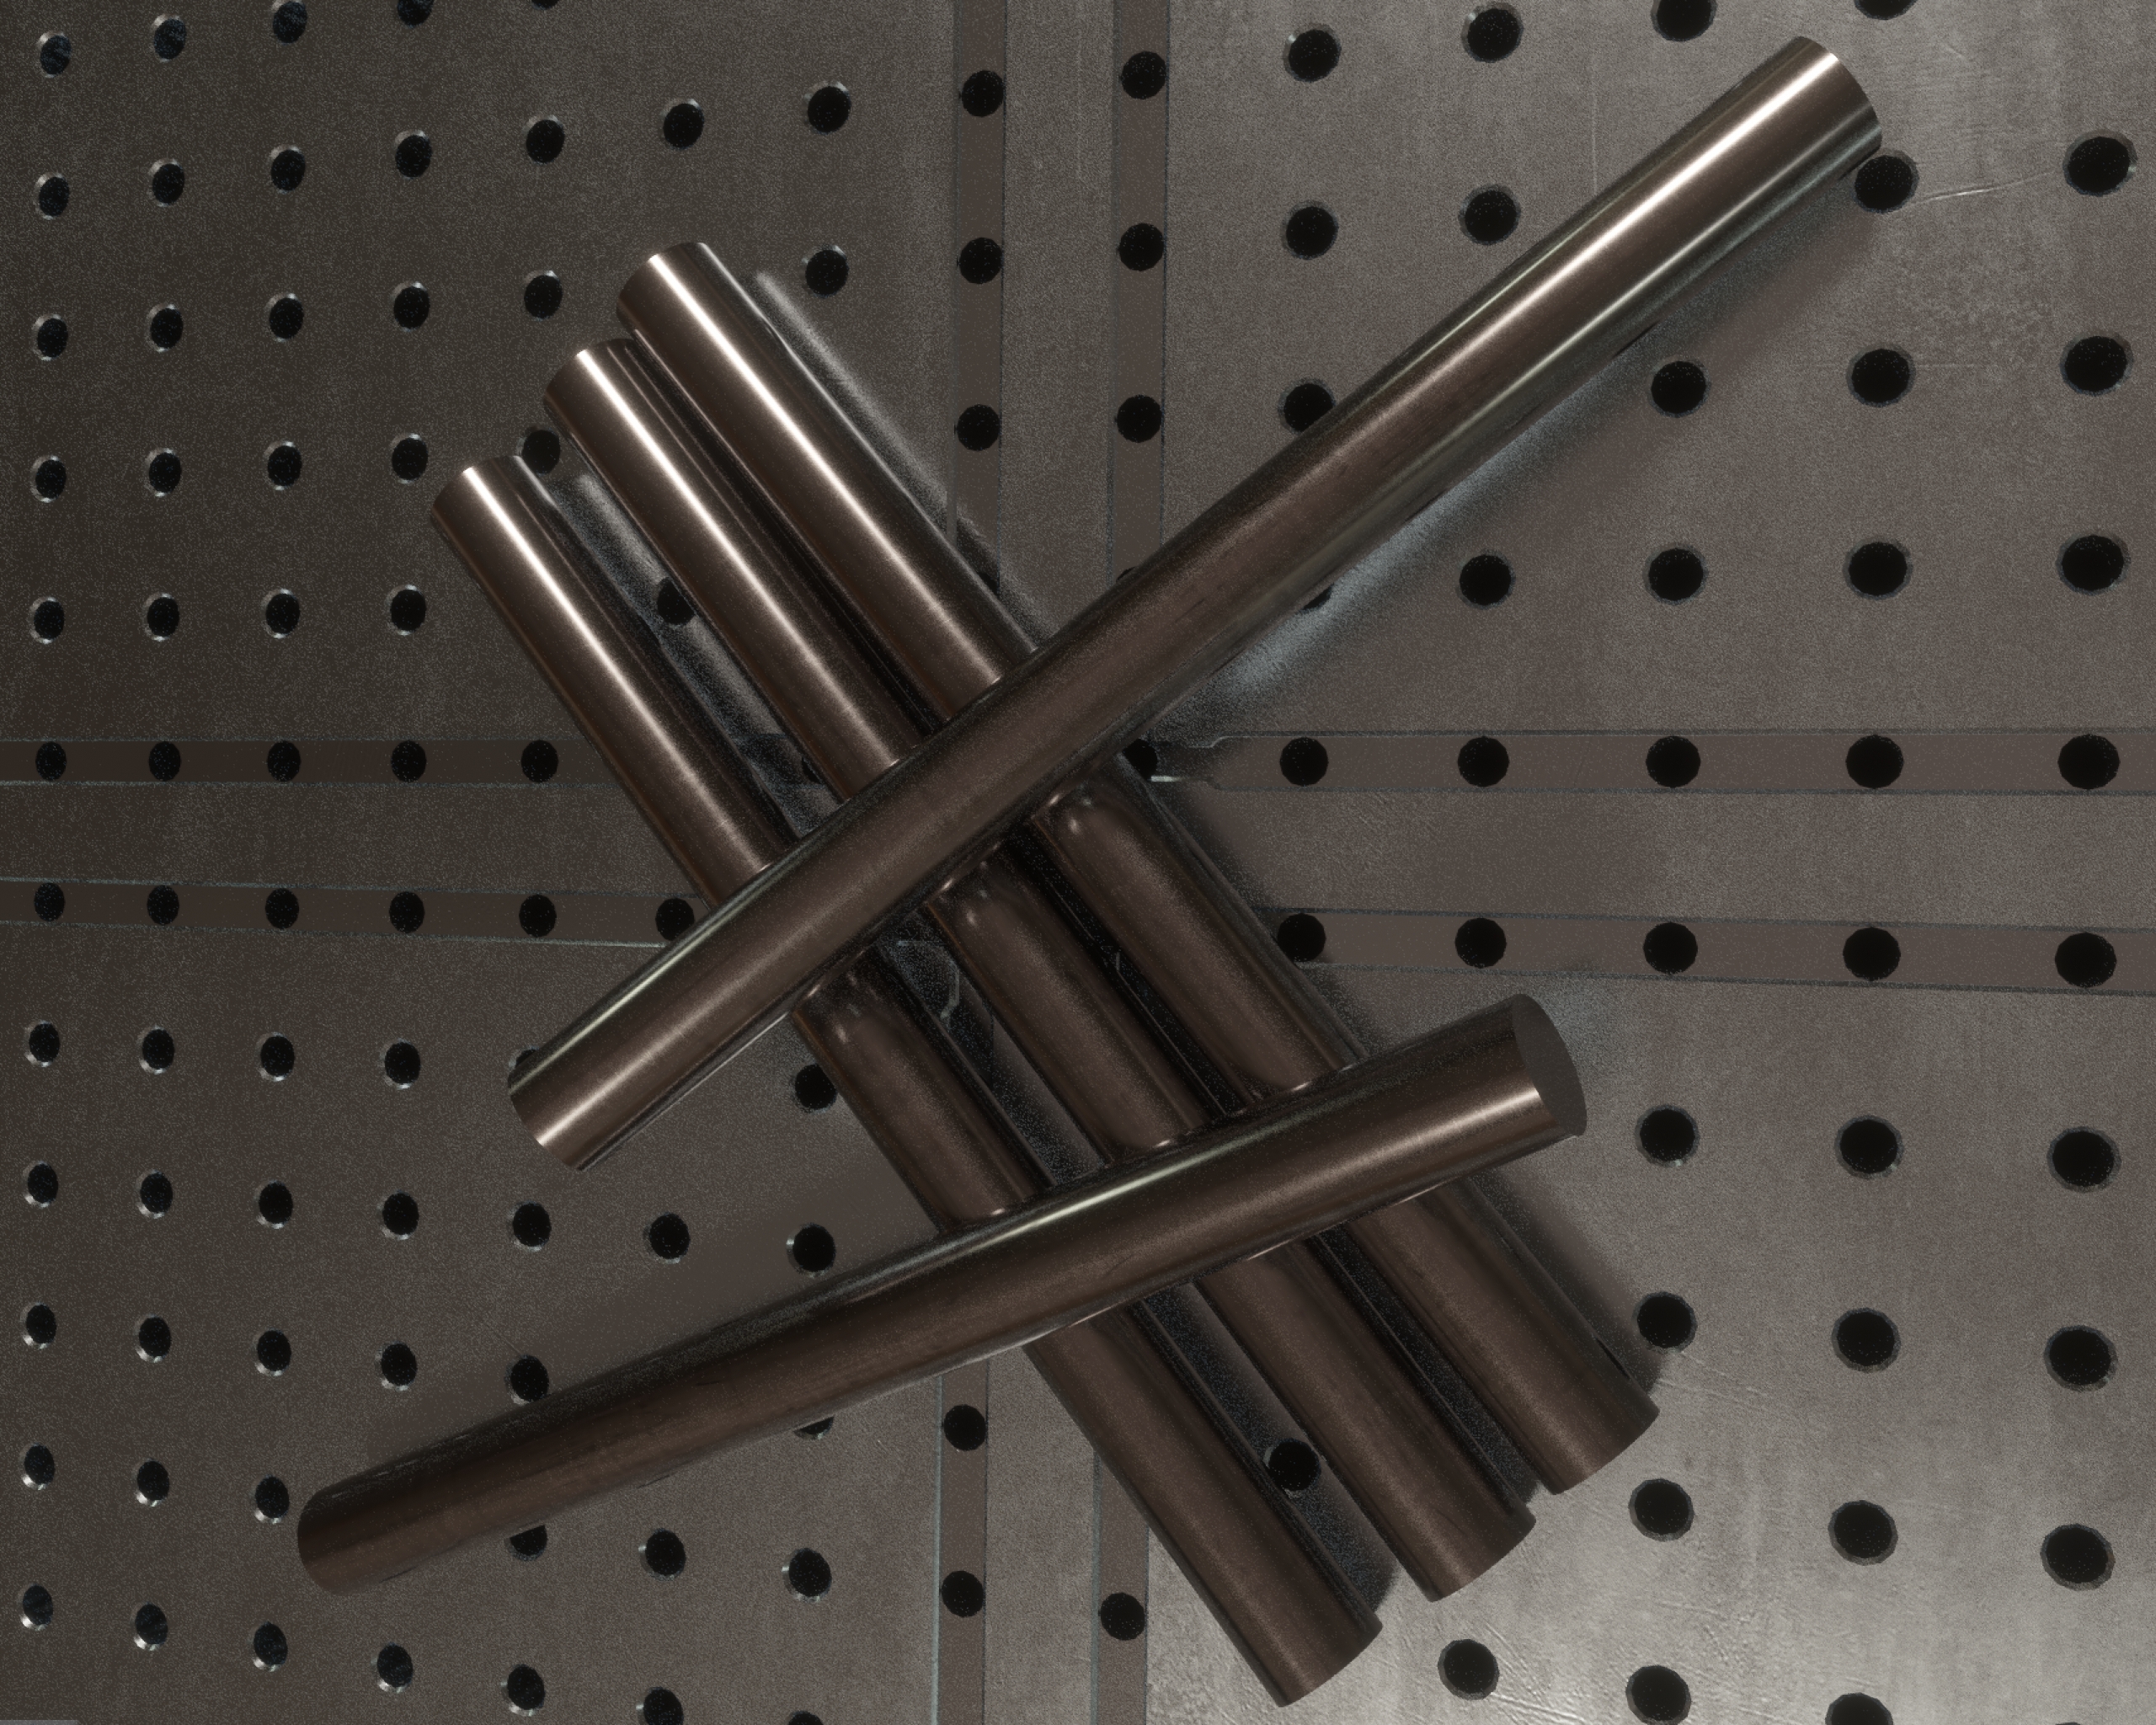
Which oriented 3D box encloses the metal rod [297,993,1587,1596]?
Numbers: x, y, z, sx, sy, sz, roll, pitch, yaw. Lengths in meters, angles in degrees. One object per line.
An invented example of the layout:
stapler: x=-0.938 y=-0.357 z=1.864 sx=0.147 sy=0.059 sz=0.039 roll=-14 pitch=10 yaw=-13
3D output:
metal rod: x=-0.044 y=0.093 z=0.405 sx=0.300 sy=0.025 sz=0.025 roll=-26 pitch=82 yaw=26

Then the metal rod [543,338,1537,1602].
metal rod: x=-0.014 y=0.013 z=0.417 sx=0.025 sy=0.025 sz=0.299 roll=-41 pitch=78 yaw=15

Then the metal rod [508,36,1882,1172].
metal rod: x=0.016 y=-0.042 z=0.385 sx=0.300 sy=0.025 sz=0.025 roll=-38 pitch=78 yaw=7

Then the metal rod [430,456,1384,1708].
metal rod: x=-0.041 y=0.036 z=0.426 sx=0.025 sy=0.025 sz=0.299 roll=-41 pitch=78 yaw=15

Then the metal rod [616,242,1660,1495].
metal rod: x=0.004 y=-0.007 z=0.410 sx=0.025 sy=0.025 sz=0.300 roll=-42 pitch=77 yaw=15
